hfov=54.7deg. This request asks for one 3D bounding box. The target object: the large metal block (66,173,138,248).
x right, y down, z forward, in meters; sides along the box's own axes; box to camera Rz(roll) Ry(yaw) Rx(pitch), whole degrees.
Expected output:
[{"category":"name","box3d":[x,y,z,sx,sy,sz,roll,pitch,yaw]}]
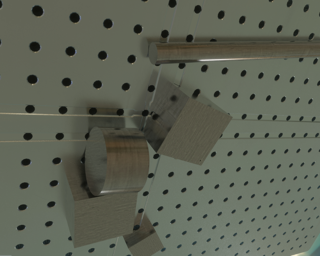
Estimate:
[{"category":"large metal block","box3d":[-0.080,0.105,0.418,0.081,0.050,0.079,-6,121,-26]}]

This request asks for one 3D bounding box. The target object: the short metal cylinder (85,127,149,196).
[{"category":"short metal cylinder","box3d":[-0.054,0.039,0.372,0.050,0.080,0.079,2,117,-30]}]

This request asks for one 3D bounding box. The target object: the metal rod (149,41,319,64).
[{"category":"metal rod","box3d":[0.128,-0.104,0.418,0.303,0.025,0.025,-8,122,-25]}]

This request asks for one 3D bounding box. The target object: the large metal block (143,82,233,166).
[{"category":"large metal block","box3d":[0.035,-0.004,0.414,0.080,0.050,0.080,20,108,-36]}]

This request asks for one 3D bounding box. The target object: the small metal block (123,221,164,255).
[{"category":"small metal block","box3d":[-0.027,0.191,0.517,0.050,0.025,0.050,-28,128,-11]}]
